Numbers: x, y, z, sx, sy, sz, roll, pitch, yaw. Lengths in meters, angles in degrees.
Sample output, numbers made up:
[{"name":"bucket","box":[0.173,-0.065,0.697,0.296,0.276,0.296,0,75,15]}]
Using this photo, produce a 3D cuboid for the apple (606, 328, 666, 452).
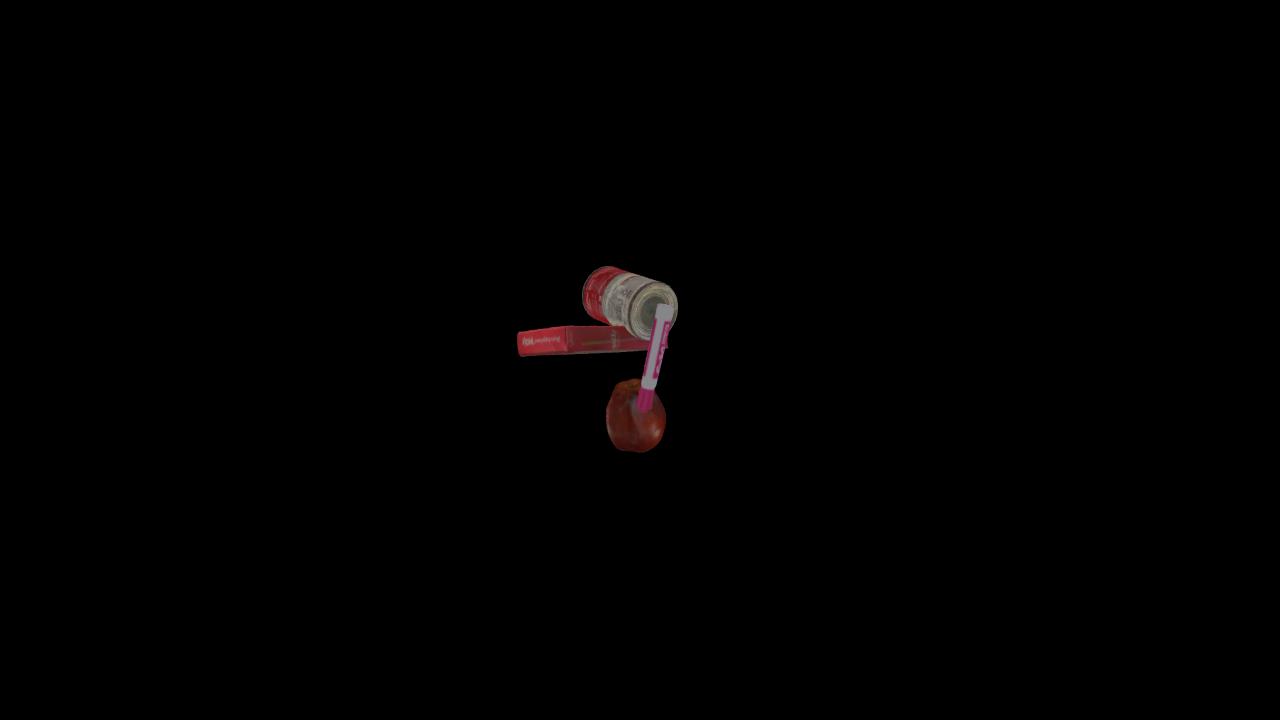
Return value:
[{"name":"apple","box":[-0.004,0.069,0.756,0.079,0.093,0.079,-9,28,5]}]

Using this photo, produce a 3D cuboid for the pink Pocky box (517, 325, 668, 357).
[{"name":"pink Pocky box","box":[-0.049,-0.022,0.685,0.084,0.029,0.155,-4,0,44]}]

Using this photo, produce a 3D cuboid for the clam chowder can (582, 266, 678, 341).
[{"name":"clam chowder can","box":[-0.012,-0.066,0.701,0.068,0.068,0.102,0,16,-36]}]

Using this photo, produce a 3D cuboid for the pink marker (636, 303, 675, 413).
[{"name":"pink marker","box":[0.015,0.000,0.662,0.020,0.121,0.020,12,14,-3]}]
